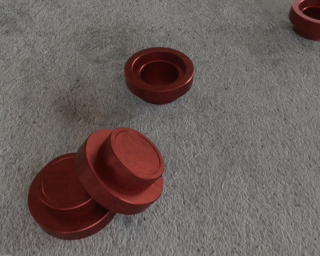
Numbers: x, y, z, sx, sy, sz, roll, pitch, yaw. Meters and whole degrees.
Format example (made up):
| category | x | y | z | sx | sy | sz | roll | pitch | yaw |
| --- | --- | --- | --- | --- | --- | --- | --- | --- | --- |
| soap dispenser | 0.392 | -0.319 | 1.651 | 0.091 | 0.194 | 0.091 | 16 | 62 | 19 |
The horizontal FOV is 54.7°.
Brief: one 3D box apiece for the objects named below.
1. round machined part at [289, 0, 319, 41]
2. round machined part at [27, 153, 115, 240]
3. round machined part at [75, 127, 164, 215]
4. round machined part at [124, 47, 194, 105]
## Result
| category | x | y | z | sx | sy | sz | roll | pitch | yaw |
| --- | --- | --- | --- | --- | --- | --- | --- | --- | --- |
| round machined part | 0.281 | -0.194 | 0.557 | 0.099 | 0.042 | 0.098 | 0 | 50 | 0 |
| round machined part | -0.093 | 0.066 | 0.336 | 0.099 | 0.042 | 0.098 | 0 | 50 | 0 |
| round machined part | -0.035 | 0.038 | 0.327 | 0.098 | 0.042 | 0.098 | 32 | 30 | -21 |
| round machined part | -0.001 | -0.072 | 0.453 | 0.099 | 0.042 | 0.098 | 0 | 50 | 0 |
